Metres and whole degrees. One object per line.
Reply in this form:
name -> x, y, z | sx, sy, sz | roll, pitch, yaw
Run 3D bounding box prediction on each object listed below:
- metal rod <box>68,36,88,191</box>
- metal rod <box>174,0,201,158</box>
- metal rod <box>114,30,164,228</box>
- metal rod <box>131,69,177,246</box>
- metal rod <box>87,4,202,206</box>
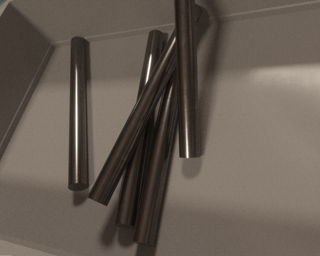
metal rod -> -0.132, -0.042, 0.498 | 0.025, 0.025, 0.299 | -21, 54, 15
metal rod -> 0.031, -0.115, 0.371 | 0.025, 0.025, 0.298 | -2, 89, 27
metal rod -> -0.023, -0.018, 0.427 | 0.025, 0.025, 0.299 | -7, 59, 24
metal rod -> 0.008, -0.005, 0.403 | 0.025, 0.025, 0.299 | -3, 60, 26
metal rod -> -0.011, -0.044, 0.403 | 0.025, 0.025, 0.300 | 13, 68, 33
